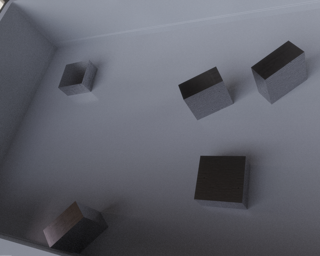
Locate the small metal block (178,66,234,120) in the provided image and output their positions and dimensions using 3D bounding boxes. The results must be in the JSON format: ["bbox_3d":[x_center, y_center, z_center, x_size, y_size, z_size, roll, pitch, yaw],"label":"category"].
[{"bbox_3d":[0.058,-0.041,0.385,0.050,0.050,0.025,-25,53,13],"label":"small metal block"}]

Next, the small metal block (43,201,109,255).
[{"bbox_3d":[-0.099,0.120,0.368,0.050,0.050,0.025,-43,51,-1],"label":"small metal block"}]

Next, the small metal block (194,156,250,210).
[{"bbox_3d":[0.068,0.058,0.334,0.050,0.025,0.050,-2,61,27],"label":"small metal block"}]

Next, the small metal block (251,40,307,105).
[{"bbox_3d":[0.138,-0.062,0.356,0.050,0.050,0.025,-36,51,4],"label":"small metal block"}]

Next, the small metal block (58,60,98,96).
[{"bbox_3d":[-0.141,-0.086,0.533,0.050,0.025,0.050,-6,59,25],"label":"small metal block"}]
